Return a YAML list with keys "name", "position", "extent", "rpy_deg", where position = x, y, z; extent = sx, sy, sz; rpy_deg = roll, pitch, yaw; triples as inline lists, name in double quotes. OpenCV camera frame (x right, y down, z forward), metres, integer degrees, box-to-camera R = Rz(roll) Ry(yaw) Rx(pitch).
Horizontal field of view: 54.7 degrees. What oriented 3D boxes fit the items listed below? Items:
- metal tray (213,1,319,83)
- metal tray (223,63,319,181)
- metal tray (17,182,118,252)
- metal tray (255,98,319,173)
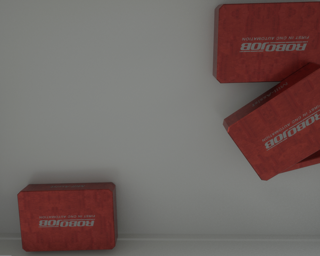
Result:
- name: "metal tray"
  position: [0.132, -0.103, 0.373]
  extent: [0.131, 0.030, 0.089]
  rpy_deg: [-2, 110, 0]
- name: "metal tray"
  position: [0.156, -0.006, 0.376]
  extent: [0.130, 0.030, 0.090]
  rpy_deg: [-34, 107, 11]
- name: "metal tray"
  position: [-0.129, 0.127, 0.444]
  extent: [0.131, 0.030, 0.089]
  rpy_deg: [-1, 98, 0]
- name: "metal tray"
  position: [0.197, 0.003, 0.412]
  extent: [0.131, 0.030, 0.089]
  rpy_deg: [-16, 110, 5]
